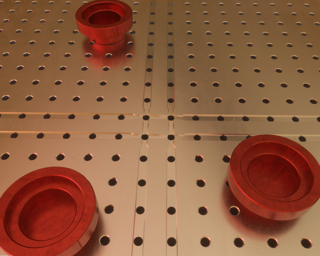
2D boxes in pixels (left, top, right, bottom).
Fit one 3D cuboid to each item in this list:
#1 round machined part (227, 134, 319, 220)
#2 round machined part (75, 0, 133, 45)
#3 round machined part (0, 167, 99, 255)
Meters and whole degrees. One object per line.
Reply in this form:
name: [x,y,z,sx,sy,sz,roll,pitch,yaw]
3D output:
round machined part: [0.125,0.058,0.349,0.099,0.042,0.098,0,50,0]
round machined part: [-0.097,-0.186,0.553,0.099,0.042,0.098,0,50,0]
round machined part: [-0.112,0.092,0.319,0.099,0.042,0.098,0,50,0]
